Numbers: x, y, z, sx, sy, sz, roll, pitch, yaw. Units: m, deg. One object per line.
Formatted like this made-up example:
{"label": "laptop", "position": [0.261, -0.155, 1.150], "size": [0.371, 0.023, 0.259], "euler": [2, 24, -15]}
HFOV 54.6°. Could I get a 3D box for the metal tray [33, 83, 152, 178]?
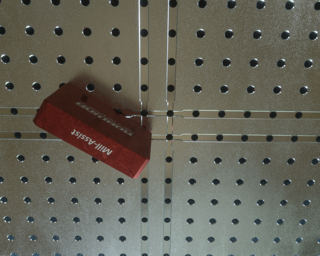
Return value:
{"label": "metal tray", "position": [-0.074, 0.000, 0.378], "size": [0.130, 0.090, 0.030], "euler": [31, 107, -11]}
